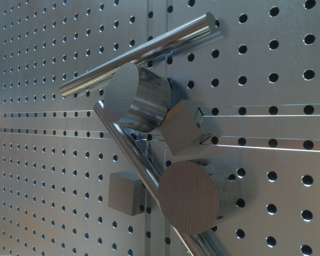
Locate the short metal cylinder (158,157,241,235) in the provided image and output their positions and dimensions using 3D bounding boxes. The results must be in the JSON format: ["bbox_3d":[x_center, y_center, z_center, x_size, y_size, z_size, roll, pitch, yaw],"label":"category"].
[{"bbox_3d":[0.045,0.075,0.356,0.080,0.050,0.079,0,90,40],"label":"short metal cylinder"}]

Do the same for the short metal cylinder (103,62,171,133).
[{"bbox_3d":[-0.031,-0.038,0.403,0.080,0.050,0.080,-26,55,44],"label":"short metal cylinder"}]

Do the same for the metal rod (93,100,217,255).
[{"bbox_3d":[-0.011,0.070,0.418,0.300,0.025,0.025,52,120,27],"label":"metal rod"}]

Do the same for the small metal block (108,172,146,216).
[{"bbox_3d":[-0.048,0.094,0.449,0.050,0.025,0.050,8,95,39],"label":"small metal block"}]

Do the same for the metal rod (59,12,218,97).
[{"bbox_3d":[-0.053,-0.095,0.453,0.300,0.025,0.025,-14,81,39],"label":"metal rod"}]

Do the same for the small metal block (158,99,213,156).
[{"bbox_3d":[0.029,0.000,0.385,0.050,0.025,0.050,-42,65,32],"label":"small metal block"}]
